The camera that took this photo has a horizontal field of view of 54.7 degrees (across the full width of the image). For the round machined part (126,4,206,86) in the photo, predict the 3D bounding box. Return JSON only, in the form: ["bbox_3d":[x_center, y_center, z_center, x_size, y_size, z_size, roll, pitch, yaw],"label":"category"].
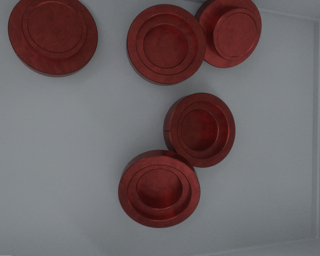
[{"bbox_3d":[0.006,-0.103,0.398,0.099,0.042,0.097,0,91,-9],"label":"round machined part"}]

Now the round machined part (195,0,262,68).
[{"bbox_3d":[0.095,-0.128,0.418,0.099,0.042,0.097,-7,117,-15],"label":"round machined part"}]

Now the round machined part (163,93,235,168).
[{"bbox_3d":[0.049,0.003,0.419,0.099,0.042,0.097,1,88,-22],"label":"round machined part"}]

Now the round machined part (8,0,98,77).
[{"bbox_3d":[-0.121,-0.110,0.357,0.099,0.042,0.097,0,90,-21],"label":"round machined part"}]

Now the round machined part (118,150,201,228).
[{"bbox_3d":[-0.001,0.072,0.389,0.099,0.042,0.097,0,108,0],"label":"round machined part"}]
